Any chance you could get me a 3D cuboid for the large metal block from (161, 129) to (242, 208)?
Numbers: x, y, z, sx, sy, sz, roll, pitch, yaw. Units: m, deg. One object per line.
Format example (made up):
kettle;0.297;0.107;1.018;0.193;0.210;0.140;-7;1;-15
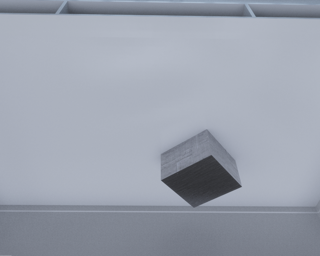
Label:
large metal block;0.058;0.060;0.444;0.080;0.050;0.080;-31;124;23
